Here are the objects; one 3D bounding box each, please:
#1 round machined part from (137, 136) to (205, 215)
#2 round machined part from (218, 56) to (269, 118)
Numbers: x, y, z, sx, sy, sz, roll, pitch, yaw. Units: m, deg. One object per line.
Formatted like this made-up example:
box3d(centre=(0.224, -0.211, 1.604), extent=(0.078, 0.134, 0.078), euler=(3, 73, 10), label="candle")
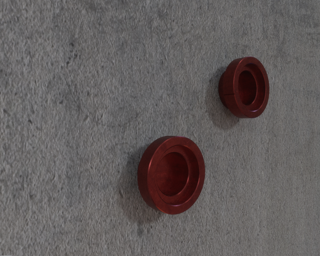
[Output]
box3d(centre=(0.010, 0.059, 0.402), extent=(0.099, 0.042, 0.097), euler=(0, 90, -40), label="round machined part")
box3d(centre=(0.133, -0.064, 0.505), extent=(0.099, 0.042, 0.097), euler=(0, 90, -40), label="round machined part")
